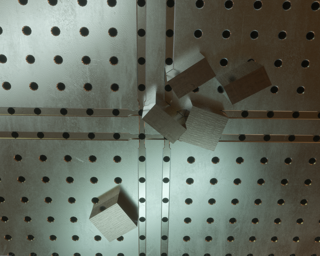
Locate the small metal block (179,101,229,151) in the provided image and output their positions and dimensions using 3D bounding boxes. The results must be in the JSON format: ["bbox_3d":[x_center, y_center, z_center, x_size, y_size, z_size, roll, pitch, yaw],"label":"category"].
[{"bbox_3d":[0.057,-0.003,0.413,0.050,0.025,0.050,18,109,-7],"label":"small metal block"}]

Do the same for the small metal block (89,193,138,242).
[{"bbox_3d":[-0.068,0.134,0.462,0.050,0.025,0.050,-32,107,10],"label":"small metal block"}]

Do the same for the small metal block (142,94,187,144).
[{"bbox_3d":[0.005,-0.013,0.395,0.050,0.050,0.025,39,105,-14],"label":"small metal block"}]

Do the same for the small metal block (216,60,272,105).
[{"bbox_3d":[0.101,-0.057,0.380,0.050,0.050,0.025,-27,108,9],"label":"small metal block"}]

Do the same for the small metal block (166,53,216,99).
[{"bbox_3d":[0.036,-0.065,0.377,0.050,0.050,0.025,-32,107,10],"label":"small metal block"}]
